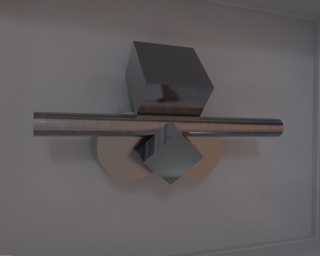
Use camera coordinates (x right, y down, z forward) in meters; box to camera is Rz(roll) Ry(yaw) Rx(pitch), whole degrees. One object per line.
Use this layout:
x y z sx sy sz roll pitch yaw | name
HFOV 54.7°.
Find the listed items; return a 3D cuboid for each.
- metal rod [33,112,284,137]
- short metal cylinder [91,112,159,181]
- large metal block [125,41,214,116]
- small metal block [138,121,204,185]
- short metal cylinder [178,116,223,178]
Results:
0.015 -0.002 0.363 0.303 0.025 0.025 1 90 -21 | metal rod
-0.041 0.021 0.382 0.081 0.050 0.079 0 90 -21 | short metal cylinder
0.008 -0.058 0.378 0.081 0.050 0.080 1 47 -20 | large metal block
0.012 0.029 0.350 0.050 0.025 0.050 -41 124 6 | small metal block
0.035 0.023 0.410 0.081 0.050 0.079 0 90 -21 | short metal cylinder
